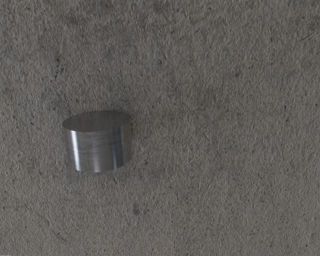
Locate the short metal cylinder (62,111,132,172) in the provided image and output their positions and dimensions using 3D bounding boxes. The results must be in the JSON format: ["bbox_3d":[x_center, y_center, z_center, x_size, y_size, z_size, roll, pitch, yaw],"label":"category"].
[{"bbox_3d":[-0.076,0.014,0.385,0.080,0.080,0.050,-2,110,0],"label":"short metal cylinder"}]
